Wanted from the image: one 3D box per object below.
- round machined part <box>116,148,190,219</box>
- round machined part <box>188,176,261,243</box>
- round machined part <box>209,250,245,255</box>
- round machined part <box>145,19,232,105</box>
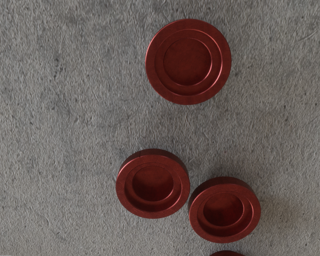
[{"bbox_3d":[-0.009,0.072,0.427,0.099,0.042,0.097,0,110,0],"label":"round machined part"},{"bbox_3d":[0.089,0.112,0.442,0.099,0.042,0.097,0,110,0],"label":"round machined part"},{"bbox_3d":[0.105,0.234,0.488,0.099,0.042,0.097,0,110,0],"label":"round machined part"},{"bbox_3d":[0.032,-0.080,0.371,0.099,0.042,0.097,0,110,0],"label":"round machined part"}]
